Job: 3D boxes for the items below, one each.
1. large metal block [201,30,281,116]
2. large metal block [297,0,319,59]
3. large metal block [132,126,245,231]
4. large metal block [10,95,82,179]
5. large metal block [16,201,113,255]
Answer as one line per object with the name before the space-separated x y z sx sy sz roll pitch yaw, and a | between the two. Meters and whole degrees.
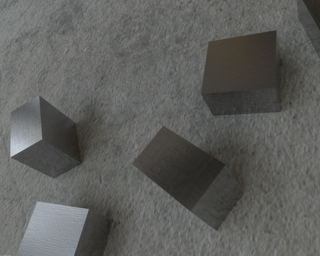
large metal block | 0.100 -0.064 0.374 0.080 0.050 0.080 -2 61 26
large metal block | 0.214 -0.135 0.359 0.080 0.050 0.080 -18 55 17
large metal block | 0.031 0.052 0.319 0.080 0.080 0.050 33 80 38
large metal block | -0.162 0.014 0.443 0.050 0.080 0.080 -29 52 10
large metal block | -0.112 0.136 0.361 0.080 0.050 0.080 0 62 27
